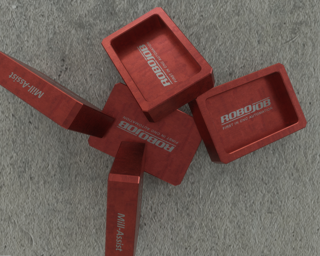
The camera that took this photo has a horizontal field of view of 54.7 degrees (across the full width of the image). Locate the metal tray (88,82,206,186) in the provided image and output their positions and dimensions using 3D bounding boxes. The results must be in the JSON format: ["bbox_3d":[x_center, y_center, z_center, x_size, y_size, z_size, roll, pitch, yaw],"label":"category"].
[{"bbox_3d":[-0.016,0.008,0.408,0.131,0.030,0.090,26,90,-1],"label":"metal tray"}]

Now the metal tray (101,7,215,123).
[{"bbox_3d":[-0.005,-0.081,0.379,0.090,0.030,0.130,-31,61,-1],"label":"metal tray"}]

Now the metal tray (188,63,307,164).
[{"bbox_3d":[0.112,-0.019,0.394,0.131,0.030,0.090,-22,90,-15],"label":"metal tray"}]

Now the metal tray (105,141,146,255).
[{"bbox_3d":[-0.039,0.091,0.359,0.030,0.090,0.129,6,111,0],"label":"metal tray"}]

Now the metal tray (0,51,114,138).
[{"bbox_3d":[-0.127,-0.038,0.362,0.130,0.090,0.030,31,90,16],"label":"metal tray"}]
